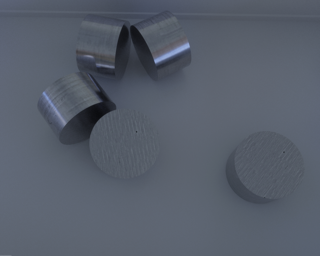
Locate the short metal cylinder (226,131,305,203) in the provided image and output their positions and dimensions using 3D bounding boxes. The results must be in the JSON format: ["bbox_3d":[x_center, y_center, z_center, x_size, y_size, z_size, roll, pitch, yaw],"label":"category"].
[{"bbox_3d":[0.126,0.050,0.380,0.081,0.050,0.080,0,70,0],"label":"short metal cylinder"}]

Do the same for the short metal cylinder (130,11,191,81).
[{"bbox_3d":[0.000,-0.111,0.421,0.050,0.080,0.080,-27,73,-10],"label":"short metal cylinder"}]

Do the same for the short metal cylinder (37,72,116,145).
[{"bbox_3d":[-0.103,-0.024,0.388,0.080,0.080,0.050,-36,74,-12],"label":"short metal cylinder"}]

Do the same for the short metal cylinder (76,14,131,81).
[{"bbox_3d":[-0.074,-0.109,0.419,0.050,0.080,0.080,12,71,4],"label":"short metal cylinder"}]

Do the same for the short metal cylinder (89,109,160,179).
[{"bbox_3d":[-0.045,0.020,0.376,0.081,0.050,0.080,1,84,-13],"label":"short metal cylinder"}]
